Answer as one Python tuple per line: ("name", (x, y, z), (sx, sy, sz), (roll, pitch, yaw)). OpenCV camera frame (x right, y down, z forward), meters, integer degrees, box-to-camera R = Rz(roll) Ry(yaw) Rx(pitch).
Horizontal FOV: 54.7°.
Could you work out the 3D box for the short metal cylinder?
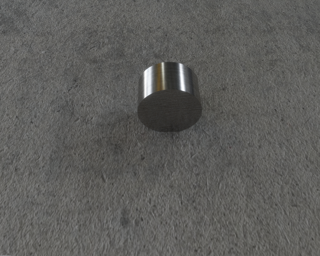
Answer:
("short metal cylinder", (0.012, -0.038, 0.402), (0.081, 0.080, 0.050), (-1, 50, -1))
